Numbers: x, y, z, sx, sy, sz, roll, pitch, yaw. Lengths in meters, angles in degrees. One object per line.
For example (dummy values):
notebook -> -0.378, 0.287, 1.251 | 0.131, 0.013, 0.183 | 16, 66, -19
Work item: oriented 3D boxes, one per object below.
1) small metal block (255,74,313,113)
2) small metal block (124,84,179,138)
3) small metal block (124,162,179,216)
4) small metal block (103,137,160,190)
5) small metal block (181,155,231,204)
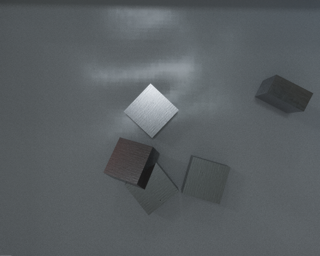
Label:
small metal block -> 0.158, -0.043, 0.400 | 0.050, 0.050, 0.025 | 27, 90, 0
small metal block -> -0.011, -0.022, 0.411 | 0.050, 0.025, 0.050 | 44, 90, 0
small metal block -> -0.010, 0.078, 0.411 | 0.050, 0.025, 0.050 | -38, 90, 0
small metal block -> -0.036, 0.045, 0.394 | 0.050, 0.025, 0.050 | 14, 71, 26
small metal block -> 0.060, 0.068, 0.412 | 0.050, 0.025, 0.050 | 16, 90, 0
